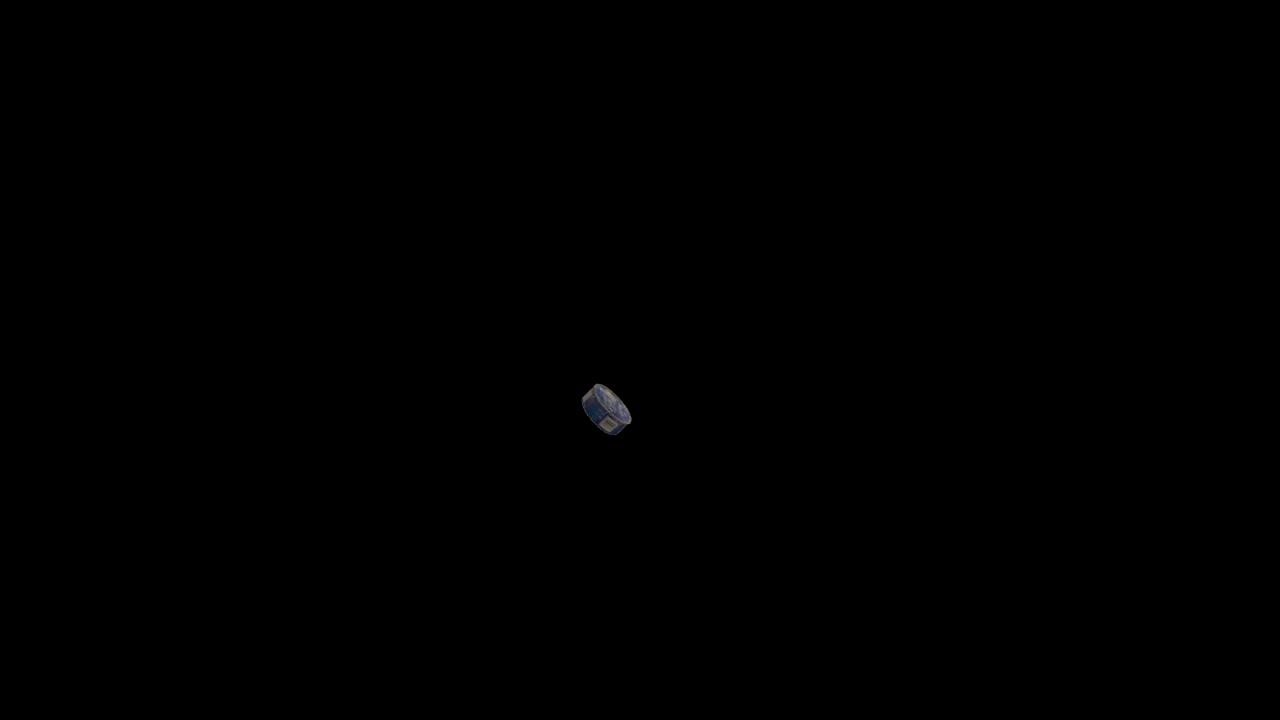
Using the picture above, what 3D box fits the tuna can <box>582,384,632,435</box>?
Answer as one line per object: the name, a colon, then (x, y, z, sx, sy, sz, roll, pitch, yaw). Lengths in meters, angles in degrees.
tuna can: (-0.054, 0.080, 0.993, 0.034, 0.084, 0.084, -44, -13, 14)
